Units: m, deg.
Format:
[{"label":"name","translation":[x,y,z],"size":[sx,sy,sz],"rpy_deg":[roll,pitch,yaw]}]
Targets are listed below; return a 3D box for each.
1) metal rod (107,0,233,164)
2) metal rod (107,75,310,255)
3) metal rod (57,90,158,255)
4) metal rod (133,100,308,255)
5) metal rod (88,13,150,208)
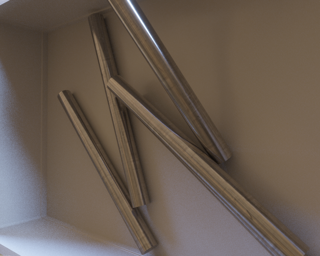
[{"label":"metal rod","translation":[-0.011,-0.089,0.328],"size":[0.025,0.025,0.299],"rpy_deg":[-27,101,37]},{"label":"metal rod","translation":[0.032,0.027,0.352],"size":[0.300,0.025,0.025],"rpy_deg":[44,116,30]},{"label":"metal rod","translation":[-0.091,0.053,0.481],"size":[0.025,0.025,0.299],"rpy_deg":[-50,61,28]},{"label":"metal rod","translation":[0.052,0.051,0.363],"size":[0.300,0.025,0.025],"rpy_deg":[45,117,30]},{"label":"metal rod","translation":[-0.064,-0.034,0.459],"size":[0.025,0.025,0.299],"rpy_deg":[-25,75,37]}]
